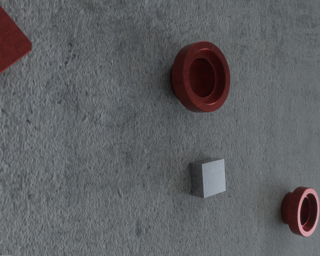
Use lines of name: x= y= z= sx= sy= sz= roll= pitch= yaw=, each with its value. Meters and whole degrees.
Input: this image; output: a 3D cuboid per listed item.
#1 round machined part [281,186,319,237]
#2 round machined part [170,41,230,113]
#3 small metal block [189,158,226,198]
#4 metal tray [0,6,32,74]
round machined part: x=0.286 y=0.169 z=0.638 sx=0.099 sy=0.042 sz=0.097 roll=0 pitch=90 yaw=-40
round machined part: x=0.053 y=-0.070 z=0.440 sx=0.099 sy=0.042 sz=0.097 roll=0 pitch=90 yaw=-40
small metal block: x=0.073 y=0.074 z=0.468 sx=0.050 sy=0.025 sz=0.050 roll=-7 pitch=95 yaw=-40
metal tray: x=-0.184 y=-0.091 z=0.248 sx=0.090 sy=0.030 sz=0.130 roll=-51 pitch=120 yaw=-28
